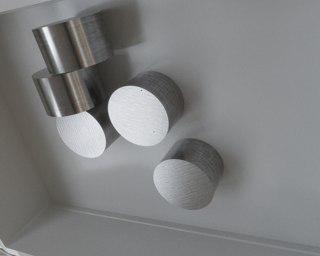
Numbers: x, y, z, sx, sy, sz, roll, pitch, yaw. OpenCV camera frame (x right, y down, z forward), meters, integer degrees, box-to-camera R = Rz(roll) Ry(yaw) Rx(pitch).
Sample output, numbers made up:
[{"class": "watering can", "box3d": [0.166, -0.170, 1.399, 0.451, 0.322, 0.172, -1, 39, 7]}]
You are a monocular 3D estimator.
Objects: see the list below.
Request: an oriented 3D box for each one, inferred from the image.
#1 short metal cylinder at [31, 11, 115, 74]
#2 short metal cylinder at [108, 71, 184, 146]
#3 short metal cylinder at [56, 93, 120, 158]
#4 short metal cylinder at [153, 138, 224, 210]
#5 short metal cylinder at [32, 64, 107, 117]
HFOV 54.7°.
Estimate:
[{"class": "short metal cylinder", "box3d": [-0.099, -0.101, 0.361, 0.080, 0.080, 0.050, -1, 118, 28]}, {"class": "short metal cylinder", "box3d": [-0.016, -0.024, 0.385, 0.080, 0.050, 0.079, 13, 124, 20]}, {"class": "short metal cylinder", "box3d": [-0.097, -0.005, 0.439, 0.080, 0.050, 0.079, 13, 124, 20]}, {"class": "short metal cylinder", "box3d": [0.039, 0.060, 0.409, 0.080, 0.050, 0.079, 13, 124, 20]}, {"class": "short metal cylinder", "box3d": [-0.115, -0.054, 0.398, 0.080, 0.080, 0.050, 1, 119, 27]}]
